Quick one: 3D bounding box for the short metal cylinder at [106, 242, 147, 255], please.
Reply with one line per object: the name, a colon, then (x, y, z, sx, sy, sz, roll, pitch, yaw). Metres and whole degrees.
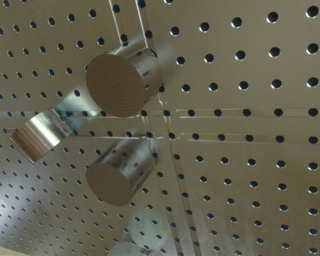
short metal cylinder: (-0.066, 0.260, 0.572, 0.080, 0.080, 0.050, 34, 129, 6)

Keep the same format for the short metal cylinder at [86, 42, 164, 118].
short metal cylinder: (-0.043, -0.059, 0.381, 0.080, 0.050, 0.079, 13, 124, 21)

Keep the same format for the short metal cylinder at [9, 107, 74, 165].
short metal cylinder: (-0.181, 0.012, 0.479, 0.080, 0.080, 0.050, -33, 100, 38)

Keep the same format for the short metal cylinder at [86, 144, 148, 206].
short metal cylinder: (-0.065, 0.072, 0.474, 0.080, 0.050, 0.079, 13, 124, 21)
